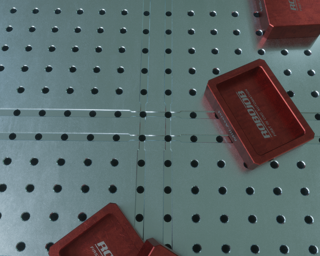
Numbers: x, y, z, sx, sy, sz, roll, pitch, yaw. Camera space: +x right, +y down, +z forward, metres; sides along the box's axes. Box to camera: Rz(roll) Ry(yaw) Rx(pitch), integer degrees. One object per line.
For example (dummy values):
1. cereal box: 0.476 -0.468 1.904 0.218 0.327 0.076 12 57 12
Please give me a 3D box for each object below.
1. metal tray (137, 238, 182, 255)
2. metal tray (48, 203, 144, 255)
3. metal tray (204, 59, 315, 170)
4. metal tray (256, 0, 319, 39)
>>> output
1. metal tray: -0.007 0.195 0.318 0.090 0.030 0.130 36 75 -11
2. metal tray: -0.051 0.163 0.348 0.090 0.030 0.130 -36 74 -13
3. metal tray: 0.130 -0.021 0.418 0.091 0.030 0.130 -24 72 -9
4. metal tray: 0.201 -0.205 0.487 0.091 0.030 0.129 -3 70 -2
